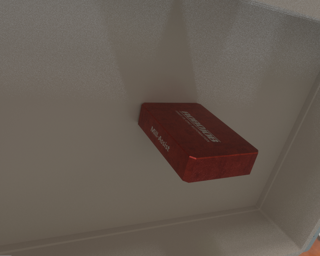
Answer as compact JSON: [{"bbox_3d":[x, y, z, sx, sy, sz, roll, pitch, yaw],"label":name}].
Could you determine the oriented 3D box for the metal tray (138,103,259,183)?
[{"bbox_3d":[0.040,0.010,0.370,0.091,0.130,0.030,-2,120,-28],"label":"metal tray"}]
